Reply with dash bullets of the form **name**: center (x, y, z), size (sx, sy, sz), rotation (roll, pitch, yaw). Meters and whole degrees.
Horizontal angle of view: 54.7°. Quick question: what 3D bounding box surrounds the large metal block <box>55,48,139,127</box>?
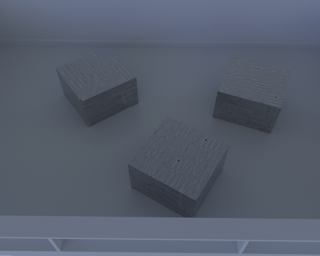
- **large metal block**: center (-0.087, -0.059, 0.438), size (0.081, 0.050, 0.080), rotation (-28, 56, -22)

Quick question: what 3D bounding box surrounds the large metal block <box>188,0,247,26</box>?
- **large metal block**: center (0.110, -0.250, 0.602), size (0.081, 0.050, 0.080), rotation (-18, 53, -15)

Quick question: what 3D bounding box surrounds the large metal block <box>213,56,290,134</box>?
- **large metal block**: center (0.126, -0.048, 0.430), size (0.080, 0.050, 0.080), rotation (17, 52, 14)

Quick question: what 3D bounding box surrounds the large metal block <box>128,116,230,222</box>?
- **large metal block**: center (0.022, 0.044, 0.352), size (0.080, 0.050, 0.080), rotation (25, 54, 20)
